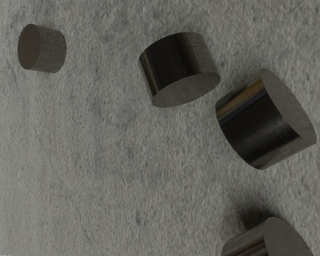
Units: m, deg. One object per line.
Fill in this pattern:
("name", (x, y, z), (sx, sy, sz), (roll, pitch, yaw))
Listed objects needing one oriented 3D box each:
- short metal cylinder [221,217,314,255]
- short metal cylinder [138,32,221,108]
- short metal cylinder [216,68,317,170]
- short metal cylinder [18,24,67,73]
("short metal cylinder", (0.103, 0.130, 0.283), (0.050, 0.081, 0.080), (-44, 64, 31))
("short metal cylinder", (0.021, -0.063, 0.350), (0.080, 0.081, 0.050), (-30, 72, 36))
("short metal cylinder", (0.098, -0.008, 0.288), (0.050, 0.081, 0.080), (-38, 67, 33))
("short metal cylinder", (-0.215, -0.142, 0.562), (0.080, 0.050, 0.079), (0, 90, 39))
